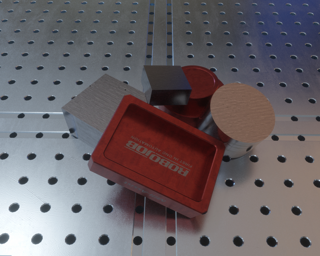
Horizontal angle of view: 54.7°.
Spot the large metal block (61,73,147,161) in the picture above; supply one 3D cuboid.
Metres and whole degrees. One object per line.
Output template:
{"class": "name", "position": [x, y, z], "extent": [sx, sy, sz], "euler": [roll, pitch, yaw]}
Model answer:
{"class": "large metal block", "position": [-0.065, -0.016, 0.404], "extent": [0.080, 0.050, 0.080], "euler": [29, 56, 22]}

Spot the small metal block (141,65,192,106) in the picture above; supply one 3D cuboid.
{"class": "small metal block", "position": [0.007, -0.055, 0.393], "extent": [0.050, 0.025, 0.050], "euler": [-3, 46, -17]}

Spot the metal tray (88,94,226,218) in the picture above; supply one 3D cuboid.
{"class": "metal tray", "position": [0.000, 0.030, 0.341], "extent": [0.131, 0.030, 0.090], "euler": [27, 59, -6]}

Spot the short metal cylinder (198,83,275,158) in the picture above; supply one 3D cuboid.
{"class": "short metal cylinder", "position": [0.093, -0.009, 0.384], "extent": [0.081, 0.050, 0.080], "euler": [5, 64, -10]}

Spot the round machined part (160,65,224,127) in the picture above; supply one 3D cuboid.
{"class": "round machined part", "position": [0.047, -0.052, 0.440], "extent": [0.099, 0.042, 0.098], "euler": [0, 50, 0]}
